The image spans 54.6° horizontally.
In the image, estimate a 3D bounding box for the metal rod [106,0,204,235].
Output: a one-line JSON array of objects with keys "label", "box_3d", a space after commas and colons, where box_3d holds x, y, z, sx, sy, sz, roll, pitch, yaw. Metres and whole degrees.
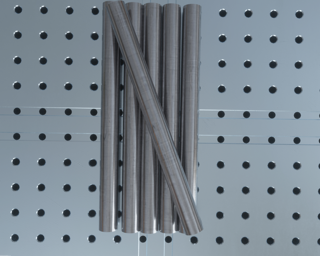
[{"label": "metal rod", "box_3d": [-0.006, -0.012, 0.388, 0.025, 0.025, 0.299, -19, 90, 0]}]

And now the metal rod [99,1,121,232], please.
[{"label": "metal rod", "box_3d": [-0.066, -0.015, 0.412, 0.025, 0.025, 0.298, 1, 90, 0]}]

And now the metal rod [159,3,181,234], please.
[{"label": "metal rod", "box_3d": [0.013, -0.012, 0.414, 0.025, 0.025, 0.298, 1, 90, 0]}]

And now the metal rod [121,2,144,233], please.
[{"label": "metal rod", "box_3d": [-0.037, -0.013, 0.412, 0.025, 0.025, 0.298, 1, 90, 0]}]

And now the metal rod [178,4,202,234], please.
[{"label": "metal rod", "box_3d": [0.040, -0.012, 0.414, 0.025, 0.025, 0.298, 1, 90, 0]}]

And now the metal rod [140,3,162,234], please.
[{"label": "metal rod", "box_3d": [-0.012, -0.013, 0.412, 0.025, 0.025, 0.298, 1, 90, 0]}]
